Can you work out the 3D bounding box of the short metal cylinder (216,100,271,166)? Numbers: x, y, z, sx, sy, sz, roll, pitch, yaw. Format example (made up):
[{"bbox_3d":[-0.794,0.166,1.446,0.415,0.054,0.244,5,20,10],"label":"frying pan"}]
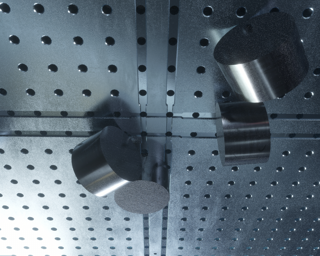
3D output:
[{"bbox_3d":[0.099,0.005,0.381,0.050,0.080,0.080,-5,130,4],"label":"short metal cylinder"}]

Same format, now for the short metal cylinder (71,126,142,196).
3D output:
[{"bbox_3d":[-0.069,0.044,0.412,0.050,0.080,0.080,-30,124,23],"label":"short metal cylinder"}]

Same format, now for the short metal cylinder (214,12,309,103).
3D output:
[{"bbox_3d":[0.102,-0.072,0.315,0.080,0.080,0.050,-25,126,19],"label":"short metal cylinder"}]

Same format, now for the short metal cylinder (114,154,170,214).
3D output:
[{"bbox_3d":[-0.026,0.085,0.468,0.081,0.050,0.079,0,130,0],"label":"short metal cylinder"}]
